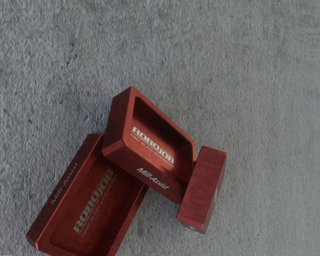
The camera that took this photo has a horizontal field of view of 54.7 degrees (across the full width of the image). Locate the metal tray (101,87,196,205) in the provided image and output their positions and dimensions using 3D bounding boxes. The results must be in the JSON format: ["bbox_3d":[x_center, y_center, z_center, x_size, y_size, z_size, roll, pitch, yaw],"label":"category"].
[{"bbox_3d":[-0.005,0.023,0.369,0.130,0.030,0.090,40,36,-33],"label":"metal tray"}]

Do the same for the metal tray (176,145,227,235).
[{"bbox_3d":[0.057,0.086,0.402,0.130,0.030,0.090,67,43,-66],"label":"metal tray"}]

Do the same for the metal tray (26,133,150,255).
[{"bbox_3d":[-0.069,0.081,0.343,0.090,0.030,0.130,41,65,-32],"label":"metal tray"}]
